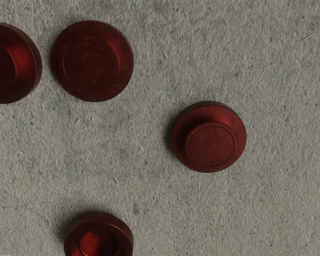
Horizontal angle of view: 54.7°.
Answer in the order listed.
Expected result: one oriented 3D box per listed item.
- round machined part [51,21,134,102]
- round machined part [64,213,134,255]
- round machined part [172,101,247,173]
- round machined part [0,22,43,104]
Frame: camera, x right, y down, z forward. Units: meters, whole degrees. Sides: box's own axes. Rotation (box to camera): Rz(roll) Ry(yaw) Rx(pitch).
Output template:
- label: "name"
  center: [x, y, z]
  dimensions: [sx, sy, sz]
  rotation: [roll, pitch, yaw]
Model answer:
- label: "round machined part"
  center: [-0.082, -0.077, 0.371]
  dimensions: [0.099, 0.042, 0.097]
  rotation: [0, 110, 0]
- label: "round machined part"
  center: [-0.088, 0.167, 0.461]
  dimensions: [0.099, 0.042, 0.097]
  rotation: [0, 110, 0]
- label: "round machined part"
  center: [0.065, 0.017, 0.407]
  dimensions: [0.099, 0.042, 0.097]
  rotation: [0, 110, 0]
- label: "round machined part"
  center: [-0.198, -0.075, 0.371]
  dimensions: [0.099, 0.042, 0.097]
  rotation: [0, 110, 0]
